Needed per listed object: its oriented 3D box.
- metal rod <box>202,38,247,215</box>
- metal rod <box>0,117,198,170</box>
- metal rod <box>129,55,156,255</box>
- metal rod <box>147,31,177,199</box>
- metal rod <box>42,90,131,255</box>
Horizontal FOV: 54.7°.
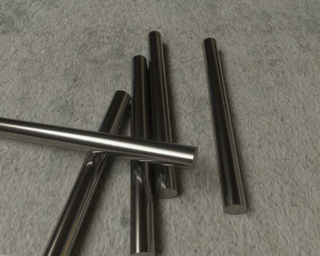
[{"bbox_3d":[0.082,-0.027,0.427,0.025,0.025,0.300,1,50,0],"label":"metal rod"},{"bbox_3d":[-0.106,0.012,0.364,0.301,0.025,0.025,8,50,17],"label":"metal rod"},{"bbox_3d":[-0.025,0.009,0.395,0.025,0.025,0.300,-2,50,-2],"label":"metal rod"},{"bbox_3d":[-0.001,-0.042,0.438,0.025,0.025,0.300,-2,50,-2],"label":"metal rod"},{"bbox_3d":[-0.085,0.068,0.344,0.025,0.025,0.300,10,50,7],"label":"metal rod"}]
